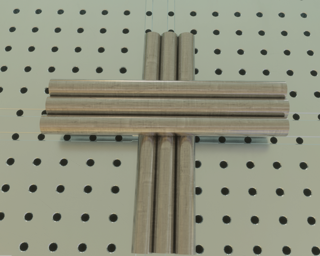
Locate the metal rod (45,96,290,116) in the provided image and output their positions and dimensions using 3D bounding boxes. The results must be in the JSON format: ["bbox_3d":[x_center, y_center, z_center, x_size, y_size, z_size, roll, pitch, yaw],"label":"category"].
[{"bbox_3d":[0.009,-0.027,0.395,0.302,0.025,0.025,1,70,0],"label":"metal rod"}]

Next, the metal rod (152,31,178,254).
[{"bbox_3d":[0.009,0.004,0.410,0.025,0.025,0.299,2,70,1],"label":"metal rod"}]

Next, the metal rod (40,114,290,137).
[{"bbox_3d":[0.006,-0.003,0.386,0.302,0.025,0.025,1,70,0],"label":"metal rod"}]

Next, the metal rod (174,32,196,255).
[{"bbox_3d":[0.034,0.006,0.410,0.025,0.025,0.299,2,70,1],"label":"metal rod"}]

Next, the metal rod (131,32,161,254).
[{"bbox_3d":[-0.016,0.005,0.410,0.025,0.025,0.299,2,70,1],"label":"metal rod"}]

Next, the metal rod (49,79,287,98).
[{"bbox_3d":[0.010,-0.050,0.404,0.302,0.025,0.025,1,70,0],"label":"metal rod"}]
